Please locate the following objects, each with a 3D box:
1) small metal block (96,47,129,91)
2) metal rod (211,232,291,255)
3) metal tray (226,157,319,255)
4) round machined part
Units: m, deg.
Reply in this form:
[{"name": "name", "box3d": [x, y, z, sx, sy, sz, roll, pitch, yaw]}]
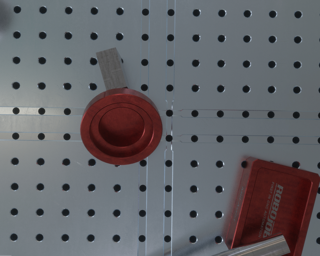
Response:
[{"name": "small metal block", "box3d": [-0.059, -0.071, 0.400, 0.025, 0.050, 0.050, -16, 90, 0]}, {"name": "metal rod", "box3d": [0.014, 0.195, 0.394, 0.301, 0.025, 0.025, -22, 90, 7]}, {"name": "metal tray", "box3d": [0.148, 0.112, 0.412, 0.091, 0.030, 0.129, 14, 90, 0]}, {"name": "round machined part", "box3d": [-0.048, -0.005, 0.392, 0.099, 0.042, 0.097, -4, 117, -7]}]
